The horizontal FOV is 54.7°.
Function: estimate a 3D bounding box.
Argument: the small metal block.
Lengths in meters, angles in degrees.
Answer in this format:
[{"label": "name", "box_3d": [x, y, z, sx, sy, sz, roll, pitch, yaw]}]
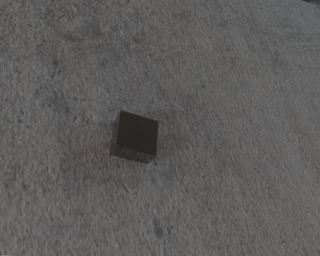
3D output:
[{"label": "small metal block", "box_3d": [-0.031, 0.012, 0.381, 0.050, 0.025, 0.050, 16, 55, -20]}]
